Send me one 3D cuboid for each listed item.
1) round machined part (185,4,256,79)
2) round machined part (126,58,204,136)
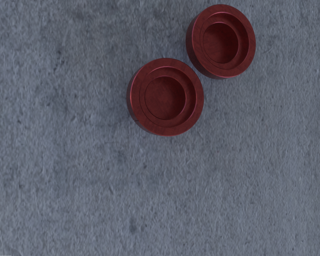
[{"bbox_3d":[0.080,-0.116,0.431,0.099,0.042,0.097,0,90,-21],"label":"round machined part"},{"bbox_3d":[0.004,-0.038,0.402,0.099,0.042,0.097,0,90,-21],"label":"round machined part"}]
